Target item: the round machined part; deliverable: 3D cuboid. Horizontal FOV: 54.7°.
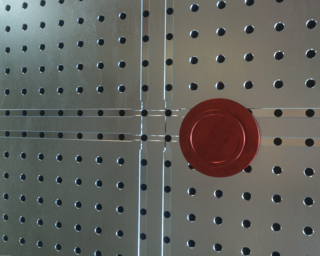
[{"bbox_3d":[0.070,0.012,0.378,0.098,0.042,0.097,0,90,19],"label":"round machined part"}]
